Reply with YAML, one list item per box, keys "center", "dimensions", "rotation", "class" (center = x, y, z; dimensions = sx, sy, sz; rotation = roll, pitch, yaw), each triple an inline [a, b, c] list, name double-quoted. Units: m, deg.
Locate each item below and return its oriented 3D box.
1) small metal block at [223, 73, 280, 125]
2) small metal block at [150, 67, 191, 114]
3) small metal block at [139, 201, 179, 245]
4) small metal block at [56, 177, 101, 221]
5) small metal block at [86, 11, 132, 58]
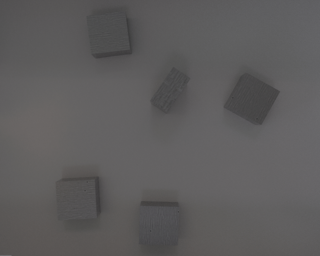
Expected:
- center: [0.121, -0.038, 0.412]
  dimensions: [0.050, 0.025, 0.050]
  rotation: [29, 90, 0]
  class: "small metal block"
- center: [0.013, -0.047, 0.399]
  dimensions: [0.025, 0.050, 0.050]
  rotation: [34, 90, 0]
  class: "small metal block"
- center: [-0.001, 0.126, 0.411]
  dimensions: [0.050, 0.025, 0.050]
  rotation: [2, 90, 0]
  class: "small metal block"
- center: [-0.108, 0.093, 0.410]
  dimensions: [0.050, 0.025, 0.050]
  rotation: [-3, 90, 0]
  class: "small metal block"
- center: [-0.067, -0.123, 0.411]
  dimensions: [0.050, 0.025, 0.050]
  rotation: [-7, 90, 0]
  class: "small metal block"
